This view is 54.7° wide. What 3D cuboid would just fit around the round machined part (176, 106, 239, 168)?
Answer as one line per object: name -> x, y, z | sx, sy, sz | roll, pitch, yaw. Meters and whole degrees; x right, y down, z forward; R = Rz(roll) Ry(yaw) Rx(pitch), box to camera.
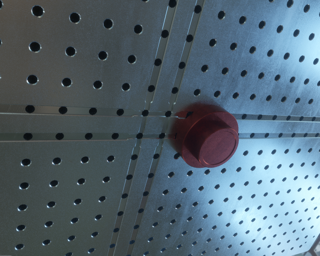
round machined part -> 0.076, 0.020, 0.456 | 0.099, 0.042, 0.097 | -14, 124, -21
